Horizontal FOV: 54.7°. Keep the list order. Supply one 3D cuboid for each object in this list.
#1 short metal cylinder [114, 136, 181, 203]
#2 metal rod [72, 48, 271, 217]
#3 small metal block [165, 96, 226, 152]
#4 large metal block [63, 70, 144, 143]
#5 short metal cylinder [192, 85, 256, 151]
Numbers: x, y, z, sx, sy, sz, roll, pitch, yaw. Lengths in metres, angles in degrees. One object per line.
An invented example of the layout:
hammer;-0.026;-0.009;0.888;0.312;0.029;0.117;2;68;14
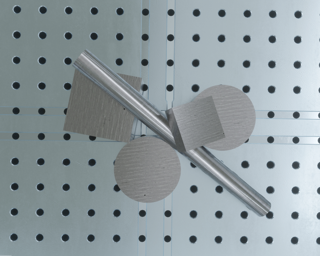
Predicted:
short metal cylinder;-0.015;0.050;0.397;0.081;0.050;0.079;0;90;0
metal rod;0.025;0.015;0.375;0.301;0.025;0.025;39;90;-14
small metal block;0.040;-0.004;0.353;0.050;0.025;0.050;-18;90;-18
large metal block;-0.068;-0.029;0.395;0.080;0.050;0.080;11;90;0
short metal cylinder;0.075;-0.013;0.398;0.081;0.050;0.079;0;90;0
